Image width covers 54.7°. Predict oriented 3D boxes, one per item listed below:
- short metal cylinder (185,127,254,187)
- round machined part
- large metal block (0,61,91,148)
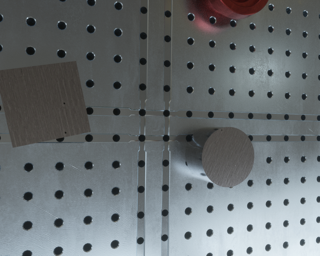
[{"bbox_3d":[0.082,0.038,0.431,0.081,0.050,0.079,0,90,-20],"label":"short metal cylinder"},{"bbox_3d":[0.106,-0.204,0.444,0.099,0.042,0.097,0,90,-21],"label":"round machined part"},{"bbox_3d":[-0.130,-0.027,0.352,0.081,0.050,0.079,-12,95,-20],"label":"large metal block"}]
